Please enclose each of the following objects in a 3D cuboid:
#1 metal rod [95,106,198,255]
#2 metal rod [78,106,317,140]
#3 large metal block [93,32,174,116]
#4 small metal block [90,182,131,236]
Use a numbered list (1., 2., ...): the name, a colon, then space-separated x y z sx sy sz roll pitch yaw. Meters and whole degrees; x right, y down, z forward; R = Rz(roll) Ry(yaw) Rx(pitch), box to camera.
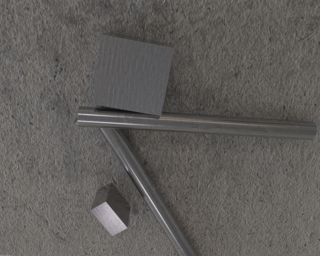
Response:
1. metal rod: -0.012 0.098 0.445 0.025 0.025 0.299 -26 108 9
2. metal rod: 0.052 -0.005 0.393 0.302 0.025 0.025 3 110 -8
3. large metal block: -0.031 -0.066 0.372 0.081 0.050 0.079 10 110 -4
4. small metal block: -0.068 0.113 0.438 0.025 0.050 0.050 -31 107 11
